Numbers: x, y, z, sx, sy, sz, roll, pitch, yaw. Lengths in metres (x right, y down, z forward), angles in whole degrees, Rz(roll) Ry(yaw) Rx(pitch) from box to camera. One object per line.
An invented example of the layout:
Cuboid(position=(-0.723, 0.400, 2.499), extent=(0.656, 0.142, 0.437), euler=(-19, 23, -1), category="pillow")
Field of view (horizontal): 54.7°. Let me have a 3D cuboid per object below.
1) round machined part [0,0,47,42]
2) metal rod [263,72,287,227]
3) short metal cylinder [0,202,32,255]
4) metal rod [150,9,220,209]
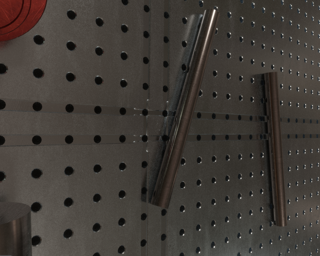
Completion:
Cuboid(position=(-0.141, -0.113, 0.247), extent=(0.099, 0.042, 0.097), euler=(-16, 135, -16), category="round machined part")
Cuboid(position=(0.224, 0.043, 0.601), extent=(0.025, 0.025, 0.298), euler=(-10, 96, -40), category="metal rod")
Cuboid(position=(-0.148, 0.095, 0.251), extent=(0.081, 0.080, 0.050), euler=(-2, 92, -40), category="short metal cylinder")
Cuboid(position=(0.039, -0.036, 0.444), extent=(0.025, 0.025, 0.299), euler=(26, 73, -37), category="metal rod")
